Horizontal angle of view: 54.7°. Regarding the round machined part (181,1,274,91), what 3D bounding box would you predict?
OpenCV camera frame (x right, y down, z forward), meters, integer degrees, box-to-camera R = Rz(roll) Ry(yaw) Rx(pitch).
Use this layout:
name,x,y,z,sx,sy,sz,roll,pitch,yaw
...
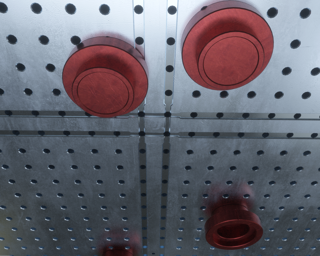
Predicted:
name,x,y,z,sx,sy,sz,roll,pitch,yaw
round machined part,0.073,-0.080,0.333,0.099,0.042,0.097,0,130,0

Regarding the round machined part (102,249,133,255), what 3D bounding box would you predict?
name,x,y,z,sx,sy,sz,roll,pitch,yaw
round machined part,-0.090,0.290,0.646,0.099,0.042,0.097,-1,130,0

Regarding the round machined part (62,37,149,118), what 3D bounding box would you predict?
name,x,y,z,sx,sy,sz,roll,pitch,yaw
round machined part,-0.063,-0.050,0.357,0.099,0.042,0.097,-1,130,0

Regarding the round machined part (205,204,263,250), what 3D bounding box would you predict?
name,x,y,z,sx,sy,sz,roll,pitch,yaw
round machined part,0.128,0.172,0.549,0.099,0.042,0.097,-1,130,0
